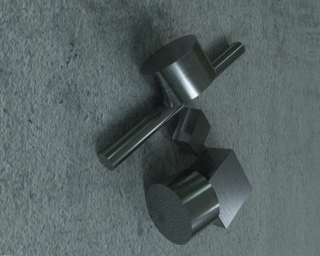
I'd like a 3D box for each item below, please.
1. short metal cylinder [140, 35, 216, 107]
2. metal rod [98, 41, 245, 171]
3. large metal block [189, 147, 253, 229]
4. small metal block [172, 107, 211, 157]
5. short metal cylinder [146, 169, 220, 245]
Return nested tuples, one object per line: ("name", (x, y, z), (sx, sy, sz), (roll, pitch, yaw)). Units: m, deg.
("short metal cylinder", (0.022, -0.072, 0.387), (0.080, 0.080, 0.050), (-52, 121, -27))
("metal rod", (0.034, -0.046, 0.432), (0.302, 0.025, 0.025), (-42, 116, -32))
("large metal block", (0.083, 0.086, 0.458), (0.080, 0.050, 0.080), (-45, 117, -30))
("small metal block", (0.045, 0.006, 0.431), (0.050, 0.025, 0.050), (-67, 149, -18))
("short metal cylinder", (0.028, 0.098, 0.392), (0.050, 0.080, 0.080), (-21, 104, -38))
